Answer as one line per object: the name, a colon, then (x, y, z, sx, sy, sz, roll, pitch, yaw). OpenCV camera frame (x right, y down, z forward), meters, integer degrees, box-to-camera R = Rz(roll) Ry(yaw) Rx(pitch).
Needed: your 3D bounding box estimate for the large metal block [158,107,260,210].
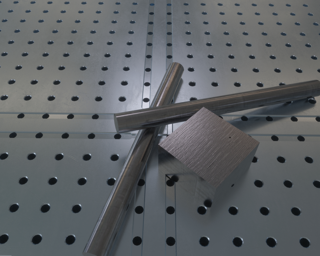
large metal block: (0.055, 0.033, 0.364, 0.080, 0.050, 0.080, 36, 59, 26)

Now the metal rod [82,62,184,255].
metal rod: (-0.019, 0.017, 0.393, 0.025, 0.025, 0.300, 14, 51, 11)

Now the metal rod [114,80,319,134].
metal rod: (0.090, -0.032, 0.415, 0.302, 0.025, 0.025, -11, 51, -17)
